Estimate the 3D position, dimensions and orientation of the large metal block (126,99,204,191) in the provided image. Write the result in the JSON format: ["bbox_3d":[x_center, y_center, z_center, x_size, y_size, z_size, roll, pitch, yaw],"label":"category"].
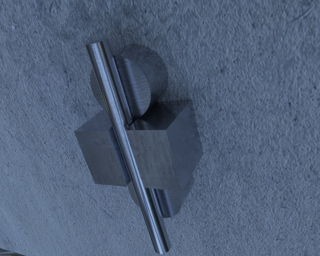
[{"bbox_3d":[0.010,0.018,0.379,0.050,0.080,0.080,-1,118,28],"label":"large metal block"}]

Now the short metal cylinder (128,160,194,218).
[{"bbox_3d":[0.002,0.080,0.441,0.080,0.050,0.079,13,123,21],"label":"short metal cylinder"}]

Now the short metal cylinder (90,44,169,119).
[{"bbox_3d":[-0.036,-0.056,0.376,0.080,0.050,0.079,13,123,21],"label":"short metal cylinder"}]

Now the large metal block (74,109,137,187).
[{"bbox_3d":[-0.057,0.020,0.415,0.050,0.080,0.080,-1,118,28],"label":"large metal block"}]

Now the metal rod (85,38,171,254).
[{"bbox_3d":[-0.031,0.041,0.385,0.025,0.025,0.298,-1,118,28],"label":"metal rod"}]
